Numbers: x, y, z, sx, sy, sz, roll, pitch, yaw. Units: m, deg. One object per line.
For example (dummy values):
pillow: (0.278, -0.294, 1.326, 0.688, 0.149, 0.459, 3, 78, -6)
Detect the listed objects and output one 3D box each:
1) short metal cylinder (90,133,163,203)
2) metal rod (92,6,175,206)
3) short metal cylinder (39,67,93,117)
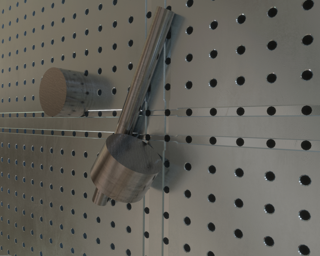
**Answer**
short metal cylinder: (-0.044, 0.051, 0.408, 0.080, 0.081, 0.050, 45, 117, 30)
metal rod: (-0.043, -0.020, 0.442, 0.025, 0.025, 0.298, 32, 110, 35)
short metal cylinder: (-0.159, -0.058, 0.521, 0.080, 0.050, 0.079, 0, 90, 39)
